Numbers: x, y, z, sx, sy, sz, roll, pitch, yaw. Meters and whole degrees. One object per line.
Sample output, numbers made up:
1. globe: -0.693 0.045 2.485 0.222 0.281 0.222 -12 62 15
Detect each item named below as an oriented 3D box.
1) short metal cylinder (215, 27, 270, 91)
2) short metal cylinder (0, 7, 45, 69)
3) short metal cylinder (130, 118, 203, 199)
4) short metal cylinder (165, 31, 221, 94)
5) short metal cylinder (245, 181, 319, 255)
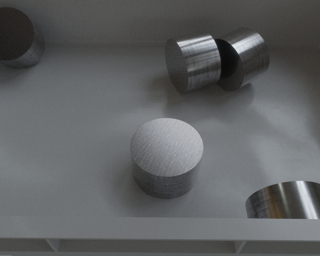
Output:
1. short metal cylinder: 0.112 -0.101 0.455 0.050 0.080 0.080 -29 56 -22
2. short metal cylinder: -0.226 -0.136 0.476 0.081 0.050 0.080 0 87 -3
3. short metal cylinder: 0.007 0.035 0.360 0.081 0.050 0.080 0 50 0
4. short metal cylinder: 0.046 -0.095 0.450 0.050 0.080 0.080 -18 53 -15
5. short metal cylinder: 0.126 0.092 0.294 0.081 0.080 0.050 0 50 0
